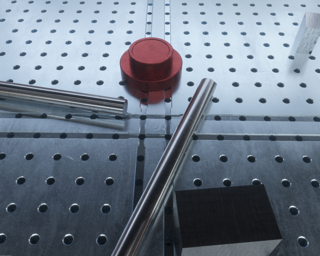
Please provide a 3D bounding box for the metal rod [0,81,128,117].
[{"bbox_3d":[-0.196,-0.051,0.447,0.302,0.025,0.025,9,51,7],"label":"metal rod"}]

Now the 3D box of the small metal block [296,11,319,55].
[{"bbox_3d":[0.255,-0.163,0.532,0.025,0.050,0.050,13,51,10],"label":"small metal block"}]

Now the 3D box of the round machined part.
[{"bbox_3d":[-0.014,-0.105,0.485,0.099,0.042,0.098,0,50,0],"label":"round machined part"}]

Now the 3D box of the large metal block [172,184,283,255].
[{"bbox_3d":[0.055,0.098,0.291,0.081,0.080,0.050,-4,50,-4],"label":"large metal block"}]

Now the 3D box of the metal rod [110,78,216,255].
[{"bbox_3d":[0.013,0.041,0.373,0.025,0.025,0.301,18,52,14],"label":"metal rod"}]
